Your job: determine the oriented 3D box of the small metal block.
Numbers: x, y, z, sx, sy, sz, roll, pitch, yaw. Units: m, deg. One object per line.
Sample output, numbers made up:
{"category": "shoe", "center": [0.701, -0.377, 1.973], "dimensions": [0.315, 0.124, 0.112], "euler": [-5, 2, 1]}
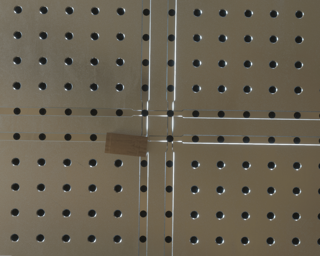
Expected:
{"category": "small metal block", "center": [-0.041, 0.020, 0.401], "dimensions": [0.050, 0.050, 0.025], "euler": [6, 90, 0]}
